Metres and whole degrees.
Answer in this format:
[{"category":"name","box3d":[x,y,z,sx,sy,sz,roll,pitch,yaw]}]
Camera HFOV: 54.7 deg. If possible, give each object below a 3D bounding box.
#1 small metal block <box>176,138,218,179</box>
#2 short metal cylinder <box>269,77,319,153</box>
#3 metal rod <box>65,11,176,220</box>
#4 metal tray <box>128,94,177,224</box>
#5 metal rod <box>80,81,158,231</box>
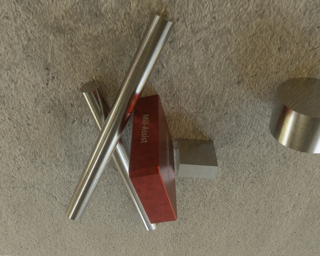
[{"category":"small metal block","box3d":[0.049,0.041,0.427,0.050,0.050,0.025,5,130,-5]},{"category":"short metal cylinder","box3d":[0.173,-0.016,0.360,0.081,0.080,0.050,-2,130,1]},{"category":"metal rod","box3d":[-0.059,0.005,0.379,0.025,0.025,0.298,20,118,-17]},{"category":"metal tray","box3d":[-0.006,0.033,0.366,0.030,0.130,0.090,-11,130,8]},{"category":"metal rod","box3d":[-0.049,0.062,0.459,0.025,0.025,0.299,-10,130,8]}]
